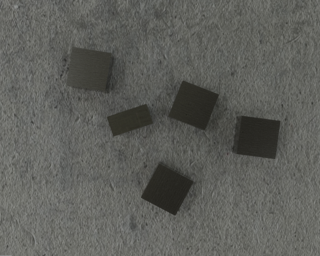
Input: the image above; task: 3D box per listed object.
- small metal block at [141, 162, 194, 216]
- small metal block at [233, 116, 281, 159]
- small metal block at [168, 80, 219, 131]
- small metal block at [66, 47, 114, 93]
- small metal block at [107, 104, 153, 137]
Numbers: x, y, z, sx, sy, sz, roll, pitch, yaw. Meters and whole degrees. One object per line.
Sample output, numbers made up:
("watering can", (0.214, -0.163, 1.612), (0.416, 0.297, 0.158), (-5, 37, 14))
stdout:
("small metal block", (0.009, 0.079, 0.410), (0.050, 0.025, 0.050), (28, 90, 0))
("small metal block", (0.127, 0.012, 0.411), (0.050, 0.025, 0.050), (8, 90, 0))
("small metal block", (0.043, -0.029, 0.410), (0.050, 0.025, 0.050), (22, 90, 0))
("small metal block", (-0.091, -0.076, 0.409), (0.050, 0.025, 0.050), (9, 90, 0))
("small metal block", (-0.036, -0.010, 0.397), (0.050, 0.050, 0.025), (-18, 90, 0))
